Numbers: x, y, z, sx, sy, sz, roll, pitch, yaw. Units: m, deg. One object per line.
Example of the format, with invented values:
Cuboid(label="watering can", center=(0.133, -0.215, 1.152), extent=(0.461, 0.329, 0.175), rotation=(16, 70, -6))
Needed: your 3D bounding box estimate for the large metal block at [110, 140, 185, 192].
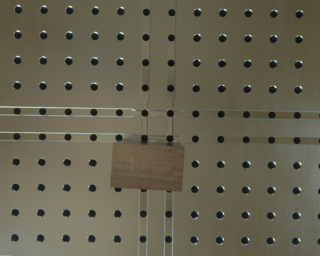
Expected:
Cuboid(label="large metal block", center=(-0.014, 0.044, 0.386), extent=(0.080, 0.080, 0.050), rotation=(4, 90, 0))
